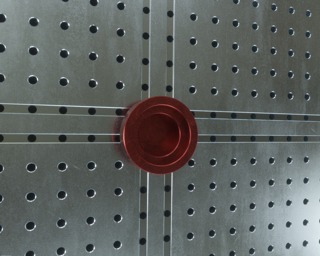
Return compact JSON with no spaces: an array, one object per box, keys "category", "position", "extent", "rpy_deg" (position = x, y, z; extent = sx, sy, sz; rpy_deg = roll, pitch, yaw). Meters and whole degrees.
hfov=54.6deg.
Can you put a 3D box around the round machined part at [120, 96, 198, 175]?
[{"category":"round machined part","position":[-0.004,0.009,0.402],"extent":[0.099,0.042,0.097],"rpy_deg":[0,90,-20]}]
